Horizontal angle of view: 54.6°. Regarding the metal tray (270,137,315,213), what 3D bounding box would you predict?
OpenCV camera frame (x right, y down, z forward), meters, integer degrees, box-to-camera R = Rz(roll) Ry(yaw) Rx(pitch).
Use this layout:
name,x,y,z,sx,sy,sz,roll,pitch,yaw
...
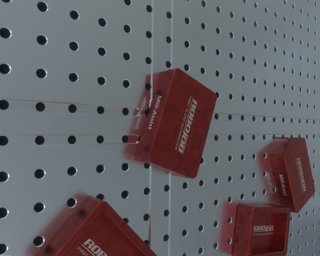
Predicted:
name,x,y,z,sx,sy,sz,roll,pitch,yaw
metal tray,0.273,0.095,0.633,0.091,0.030,0.129,-29,108,-36

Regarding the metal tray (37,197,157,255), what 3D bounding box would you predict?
name,x,y,z,sx,sy,sz,roll,pitch,yaw
metal tray,-0.062,0.154,0.352,0.090,0.030,0.130,-50,119,-28

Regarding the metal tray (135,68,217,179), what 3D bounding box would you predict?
name,x,y,z,sx,sy,sz,roll,pitch,yaw
metal tray,0.026,-0.005,0.426,0.090,0.030,0.130,27,73,-37

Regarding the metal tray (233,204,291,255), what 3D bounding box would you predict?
name,x,y,z,sx,sy,sz,roll,pitch,yaw
metal tray,0.187,0.186,0.561,0.131,0.030,0.090,13,82,-39
